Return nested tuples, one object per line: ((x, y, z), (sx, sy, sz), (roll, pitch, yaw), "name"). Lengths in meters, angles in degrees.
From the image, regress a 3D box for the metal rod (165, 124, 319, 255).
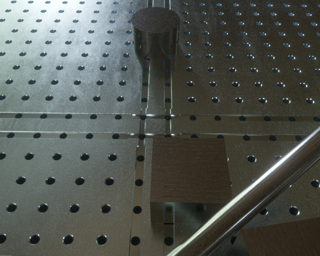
((0.063, 0.085, 0.284), (0.301, 0.025, 0.025), (-37, 58, -9), "metal rod")

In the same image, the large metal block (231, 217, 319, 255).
((0.120, 0.134, 0.280), (0.081, 0.050, 0.080), (-7, 51, -6), "large metal block")

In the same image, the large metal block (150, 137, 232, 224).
((0.031, 0.057, 0.344), (0.081, 0.050, 0.080), (1, 50, 0), "large metal block")

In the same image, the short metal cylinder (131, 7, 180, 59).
((-0.008, -0.163, 0.528), (0.081, 0.050, 0.080), (0, 50, 0), "short metal cylinder")
